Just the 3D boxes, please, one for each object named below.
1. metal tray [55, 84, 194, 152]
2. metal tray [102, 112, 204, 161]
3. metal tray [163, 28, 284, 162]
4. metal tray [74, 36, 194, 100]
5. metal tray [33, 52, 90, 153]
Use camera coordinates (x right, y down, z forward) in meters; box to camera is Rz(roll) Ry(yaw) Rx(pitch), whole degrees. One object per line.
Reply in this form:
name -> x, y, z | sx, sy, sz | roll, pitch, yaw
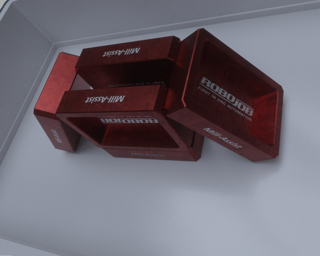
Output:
metal tray -> -0.038, -0.008, 0.348 | 0.130, 0.090, 0.030 | 0, 62, 28
metal tray -> -0.006, -0.006, 0.408 | 0.130, 0.030, 0.090 | 0, 62, 27
metal tray -> 0.072, -0.030, 0.318 | 0.030, 0.131, 0.090 | -22, 47, 53
metal tray -> -0.024, -0.061, 0.373 | 0.130, 0.090, 0.030 | 0, 62, 28
metal tray -> -0.125, -0.029, 0.422 | 0.030, 0.129, 0.090 | 15, 66, -1
